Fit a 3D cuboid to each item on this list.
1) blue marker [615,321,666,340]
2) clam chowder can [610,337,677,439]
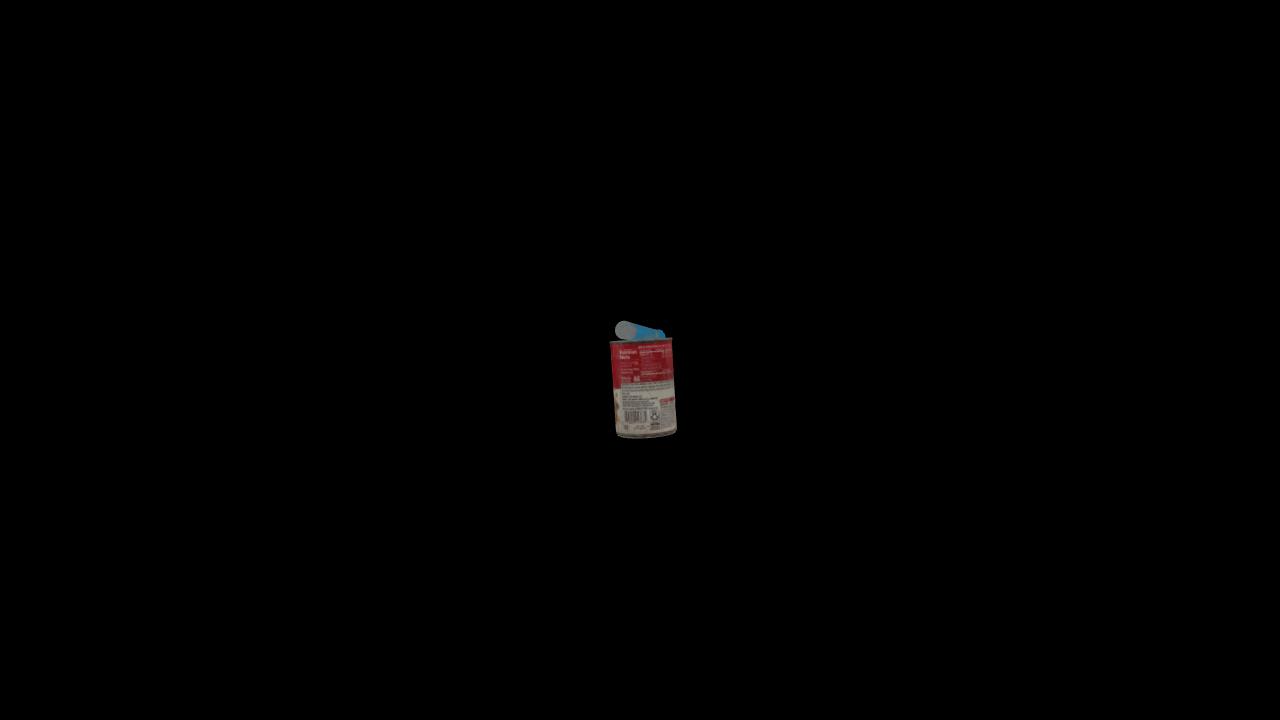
[{"bbox_3d":[0.003,-0.028,0.672,0.020,0.020,0.121,0,-2,20],"label":"blue marker"},{"bbox_3d":[0.004,0.028,0.659,0.068,0.102,0.068,-4,2,0],"label":"clam chowder can"}]
